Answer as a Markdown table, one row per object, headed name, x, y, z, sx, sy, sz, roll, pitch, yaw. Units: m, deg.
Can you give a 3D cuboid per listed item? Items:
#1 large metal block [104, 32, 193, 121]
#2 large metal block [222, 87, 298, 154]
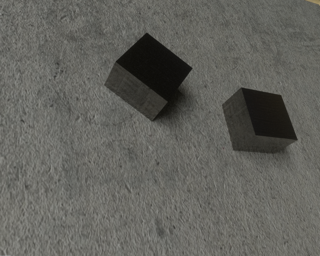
| name | x | y | z | sx | sy | sz | roll | pitch | yaw |
| --- | --- | --- | --- | --- | --- | --- | --- | --- | --- |
| large metal block | -0.015 | -0.070 | 0.422 | 0.080 | 0.050 | 0.080 | 37 | 51 | -3 |
| large metal block | 0.150 | -0.010 | 0.474 | 0.081 | 0.050 | 0.080 | 6 | 59 | -25 |
